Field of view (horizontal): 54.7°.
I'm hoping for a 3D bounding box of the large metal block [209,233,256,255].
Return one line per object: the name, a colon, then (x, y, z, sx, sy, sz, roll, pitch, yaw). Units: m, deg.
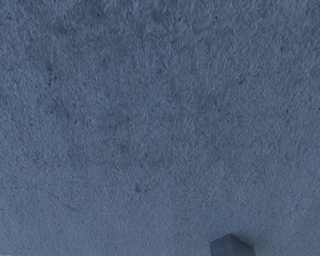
large metal block: (0.146, 0.264, 0.597, 0.080, 0.080, 0.050, 36, 121, -27)
